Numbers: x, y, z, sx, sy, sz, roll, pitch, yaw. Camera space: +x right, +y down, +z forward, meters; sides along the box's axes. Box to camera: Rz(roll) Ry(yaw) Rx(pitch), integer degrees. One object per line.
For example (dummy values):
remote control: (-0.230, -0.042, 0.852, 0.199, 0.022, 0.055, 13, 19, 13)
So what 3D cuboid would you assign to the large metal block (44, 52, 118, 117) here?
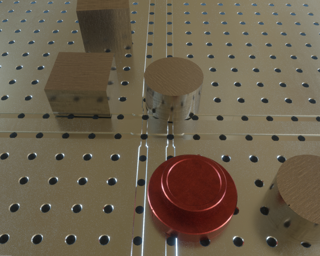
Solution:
large metal block: (-0.108, -0.063, 0.444, 0.080, 0.050, 0.080, 1, 50, 1)

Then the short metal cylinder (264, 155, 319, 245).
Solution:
short metal cylinder: (0.158, 0.075, 0.329, 0.080, 0.050, 0.080, 0, 50, 0)

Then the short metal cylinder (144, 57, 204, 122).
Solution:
short metal cylinder: (0.019, -0.055, 0.438, 0.080, 0.050, 0.080, 0, 50, 0)

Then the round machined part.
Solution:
round machined part: (0.035, 0.068, 0.339, 0.099, 0.042, 0.098, 0, 50, 0)

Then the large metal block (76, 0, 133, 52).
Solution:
large metal block: (-0.090, -0.174, 0.517, 0.081, 0.080, 0.050, -5, 50, -4)
